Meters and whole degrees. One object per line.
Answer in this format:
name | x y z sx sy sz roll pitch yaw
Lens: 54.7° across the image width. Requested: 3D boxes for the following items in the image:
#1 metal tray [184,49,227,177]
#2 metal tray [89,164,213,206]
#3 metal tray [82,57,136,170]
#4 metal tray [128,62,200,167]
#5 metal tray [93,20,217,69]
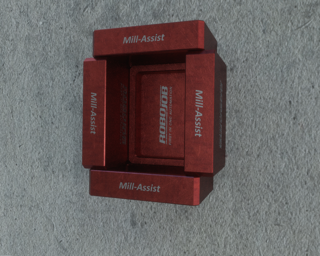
metal tray | 0.055 -0.015 0.355 0.030 0.090 0.129 1 90 20
metal tray | -0.007 0.063 0.377 0.130 0.090 0.030 1 91 19
metal tray | -0.060 -0.017 0.395 0.030 0.090 0.129 1 90 20
metal tray | 0.007 -0.017 0.404 0.090 0.030 0.129 1 90 19
metal tray | -0.003 -0.096 0.375 0.130 0.090 0.030 1 91 19
